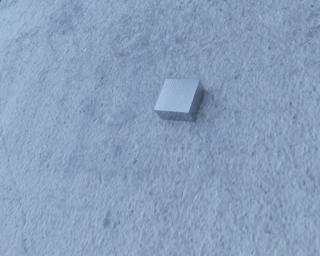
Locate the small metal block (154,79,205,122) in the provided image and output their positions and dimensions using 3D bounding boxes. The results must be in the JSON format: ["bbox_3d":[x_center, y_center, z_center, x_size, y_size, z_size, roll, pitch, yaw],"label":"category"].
[{"bbox_3d":[0.027,-0.037,0.412,0.050,0.025,0.050,6,65,30],"label":"small metal block"}]
